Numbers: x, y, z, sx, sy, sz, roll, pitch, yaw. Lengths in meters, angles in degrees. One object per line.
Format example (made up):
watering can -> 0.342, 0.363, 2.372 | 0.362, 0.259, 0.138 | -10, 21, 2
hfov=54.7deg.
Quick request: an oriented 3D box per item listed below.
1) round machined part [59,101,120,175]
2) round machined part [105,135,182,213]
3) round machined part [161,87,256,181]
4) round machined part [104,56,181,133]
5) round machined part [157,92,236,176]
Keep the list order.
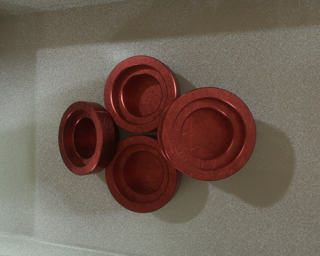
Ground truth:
round machined part -> -0.093, 0.013, 0.422 | 0.098, 0.042, 0.097 | 0, 89, 40
round machined part -> -0.018, 0.057, 0.405 | 0.098, 0.042, 0.097 | 0, 90, 20
round machined part -> 0.050, 0.006, 0.341 | 0.099, 0.042, 0.097 | 0, 90, -2
round machined part -> -0.020, -0.042, 0.406 | 0.098, 0.042, 0.097 | 0, 90, 20
round machined part -> 0.046, 0.006, 0.372 | 0.099, 0.042, 0.097 | 0, 89, -3
